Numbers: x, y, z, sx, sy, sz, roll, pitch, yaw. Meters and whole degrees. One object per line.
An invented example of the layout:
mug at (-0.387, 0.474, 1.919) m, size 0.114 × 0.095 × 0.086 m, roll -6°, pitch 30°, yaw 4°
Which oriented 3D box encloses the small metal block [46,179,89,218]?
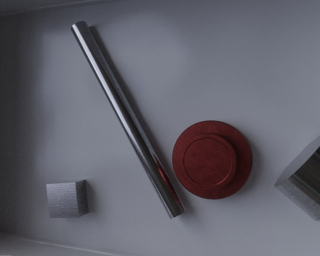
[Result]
small metal block at (-0.137, 0.104, 0.457) m, size 0.050 × 0.025 × 0.050 m, roll -7°, pitch 88°, yaw 19°

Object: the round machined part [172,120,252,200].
round machined part at (0.062, 0.039, 0.379) m, size 0.098 × 0.042 × 0.097 m, roll 0°, pitch 90°, yaw 19°

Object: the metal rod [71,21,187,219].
metal rod at (-0.047, -0.018, 0.425) m, size 0.025 × 0.025 × 0.299 m, roll -32°, pitch 80°, yaw 17°

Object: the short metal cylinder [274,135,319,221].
short metal cylinder at (0.167, 0.049, 0.322) m, size 0.050 × 0.080 × 0.080 m, roll 42°, pitch 103°, yaw 15°
